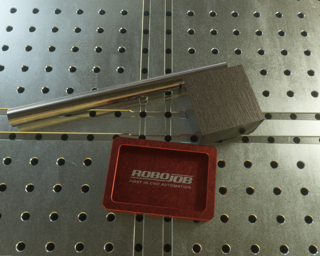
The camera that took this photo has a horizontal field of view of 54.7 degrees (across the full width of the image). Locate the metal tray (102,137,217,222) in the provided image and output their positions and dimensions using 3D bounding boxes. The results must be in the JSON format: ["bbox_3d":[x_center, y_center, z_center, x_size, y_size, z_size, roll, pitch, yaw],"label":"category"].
[{"bbox_3d":[0.002,0.063,0.385,0.131,0.030,0.090,6,70,1],"label":"metal tray"}]

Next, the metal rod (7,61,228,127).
[{"bbox_3d":[-0.052,-0.048,0.428,0.302,0.025,0.025,-13,71,-6],"label":"metal rod"}]

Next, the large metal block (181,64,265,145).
[{"bbox_3d":[0.079,-0.029,0.410,0.081,0.050,0.080,-14,71,-6],"label":"large metal block"}]
